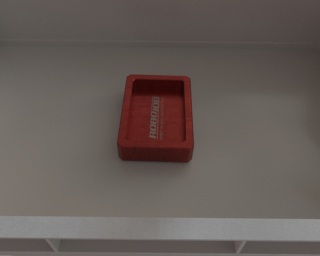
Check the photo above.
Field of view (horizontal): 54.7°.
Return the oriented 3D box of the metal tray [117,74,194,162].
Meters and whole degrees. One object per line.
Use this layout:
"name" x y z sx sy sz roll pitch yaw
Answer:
"metal tray" -0.004 -0.017 0.412 0.091 0.030 0.130 2 50 0
